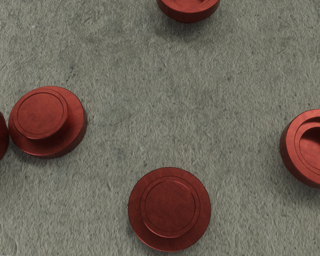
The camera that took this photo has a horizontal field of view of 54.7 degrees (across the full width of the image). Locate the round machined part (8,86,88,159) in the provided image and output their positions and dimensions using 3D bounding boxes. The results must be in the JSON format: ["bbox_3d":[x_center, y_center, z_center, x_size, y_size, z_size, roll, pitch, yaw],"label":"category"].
[{"bbox_3d":[-0.148,-0.012,0.402,0.099,0.042,0.098,0,70,0],"label":"round machined part"}]

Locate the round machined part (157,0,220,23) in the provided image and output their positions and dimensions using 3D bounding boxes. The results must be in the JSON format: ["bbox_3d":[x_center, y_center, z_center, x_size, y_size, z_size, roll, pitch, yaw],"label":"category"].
[{"bbox_3d":[0.043,-0.200,0.472,0.099,0.042,0.098,0,70,0],"label":"round machined part"}]

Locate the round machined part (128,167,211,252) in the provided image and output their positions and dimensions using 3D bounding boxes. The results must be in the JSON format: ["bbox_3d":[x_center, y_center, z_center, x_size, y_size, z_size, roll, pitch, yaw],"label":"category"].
[{"bbox_3d":[0.011,0.094,0.365,0.099,0.042,0.098,0,70,0],"label":"round machined part"}]

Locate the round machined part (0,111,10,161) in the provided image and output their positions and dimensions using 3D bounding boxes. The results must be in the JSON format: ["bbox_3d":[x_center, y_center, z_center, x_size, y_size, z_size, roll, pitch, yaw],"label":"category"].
[{"bbox_3d":[-0.229,0.015,0.382,0.098,0.042,0.098,-3,78,15],"label":"round machined part"}]

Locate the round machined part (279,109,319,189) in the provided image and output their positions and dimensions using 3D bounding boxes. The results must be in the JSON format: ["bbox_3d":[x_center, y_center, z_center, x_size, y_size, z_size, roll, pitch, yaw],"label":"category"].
[{"bbox_3d":[0.200,0.029,0.390,0.099,0.042,0.098,0,70,0],"label":"round machined part"}]
